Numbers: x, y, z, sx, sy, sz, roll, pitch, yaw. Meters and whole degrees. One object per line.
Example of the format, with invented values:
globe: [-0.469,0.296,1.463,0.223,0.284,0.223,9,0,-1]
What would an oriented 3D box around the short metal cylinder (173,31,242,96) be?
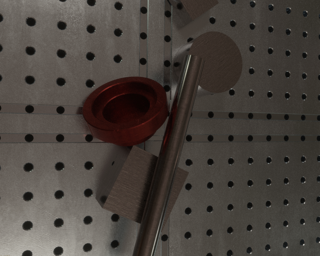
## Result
short metal cylinder: [0.064,-0.085,0.424,0.081,0.050,0.079,0,90,-20]

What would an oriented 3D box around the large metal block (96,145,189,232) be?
large metal block: [-0.023,0.073,0.392,0.080,0.050,0.080,28,81,-18]

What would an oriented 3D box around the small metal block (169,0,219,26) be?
small metal block: [0.045,-0.179,0.430,0.050,0.025,0.050,-38,103,-16]

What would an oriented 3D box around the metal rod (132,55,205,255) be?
metal rod: [0.004,0.060,0.361,0.025,0.025,0.299,17,84,-20]

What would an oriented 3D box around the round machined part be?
round machined part: [-0.038,-0.016,0.371,0.099,0.098,0.042,-29,136,-18]
